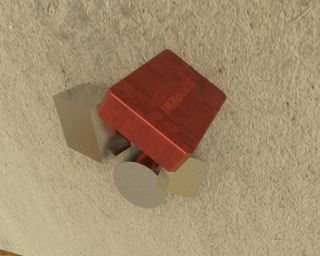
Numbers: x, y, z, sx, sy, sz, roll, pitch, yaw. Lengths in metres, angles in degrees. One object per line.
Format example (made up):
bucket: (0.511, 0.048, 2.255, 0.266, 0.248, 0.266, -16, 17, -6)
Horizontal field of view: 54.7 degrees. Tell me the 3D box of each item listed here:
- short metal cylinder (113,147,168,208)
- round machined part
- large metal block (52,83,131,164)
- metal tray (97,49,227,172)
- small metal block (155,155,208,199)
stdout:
short metal cylinder: (-0.019, 0.067, 0.443, 0.080, 0.050, 0.079, 13, 124, 20)
round machined part: (-0.006, -0.008, 0.395, 0.098, 0.042, 0.097, 13, 124, 20)
large metal block: (-0.091, -0.008, 0.417, 0.080, 0.050, 0.079, 18, 128, 38)
metal tray: (0.010, -0.026, 0.317, 0.090, 0.131, 0.030, 39, 129, 1)
small metal block: (0.028, 0.060, 0.399, 0.050, 0.050, 0.025, 21, 178, -34)
